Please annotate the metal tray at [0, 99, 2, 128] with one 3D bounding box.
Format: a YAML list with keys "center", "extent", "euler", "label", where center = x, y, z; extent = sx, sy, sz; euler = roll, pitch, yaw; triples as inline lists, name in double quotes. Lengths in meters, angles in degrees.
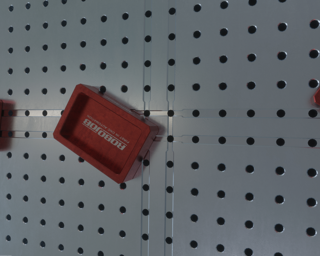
- center: [-0.334, -0.011, 0.529]
  extent: [0.130, 0.030, 0.090]
  euler: [7, 93, 19]
  label: "metal tray"

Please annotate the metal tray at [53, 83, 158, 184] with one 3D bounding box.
- center: [-0.079, 0.006, 0.438]
  extent: [0.130, 0.030, 0.090]
  euler: [31, 100, 17]
  label: "metal tray"

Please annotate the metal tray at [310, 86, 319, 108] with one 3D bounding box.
- center: [0.238, -0.059, 0.325]
  extent: [0.090, 0.030, 0.129]
  euler: [35, 101, 16]
  label: "metal tray"
